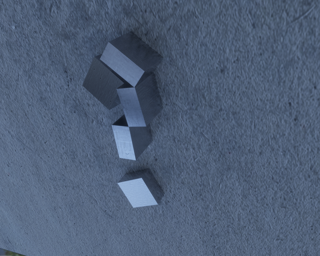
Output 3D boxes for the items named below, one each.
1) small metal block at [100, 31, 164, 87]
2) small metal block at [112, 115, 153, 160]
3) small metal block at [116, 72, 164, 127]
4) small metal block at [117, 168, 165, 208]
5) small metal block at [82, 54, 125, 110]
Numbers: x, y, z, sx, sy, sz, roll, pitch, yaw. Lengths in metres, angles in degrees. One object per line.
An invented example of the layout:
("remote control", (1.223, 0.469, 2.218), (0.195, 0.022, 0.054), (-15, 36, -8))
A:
("small metal block", (-0.031, -0.080, 0.357), (0.050, 0.050, 0.025), (40, 129, 1))
("small metal block", (-0.035, 0.007, 0.414), (0.025, 0.050, 0.050), (6, 121, 25))
("small metal block", (-0.023, -0.035, 0.381), (0.025, 0.050, 0.050), (-1, 118, 28))
("small metal block", (-0.029, 0.094, 0.480), (0.050, 0.025, 0.050), (-18, 109, 35))
("small metal block", (-0.067, -0.060, 0.401), (0.050, 0.025, 0.050), (42, 130, 7))
